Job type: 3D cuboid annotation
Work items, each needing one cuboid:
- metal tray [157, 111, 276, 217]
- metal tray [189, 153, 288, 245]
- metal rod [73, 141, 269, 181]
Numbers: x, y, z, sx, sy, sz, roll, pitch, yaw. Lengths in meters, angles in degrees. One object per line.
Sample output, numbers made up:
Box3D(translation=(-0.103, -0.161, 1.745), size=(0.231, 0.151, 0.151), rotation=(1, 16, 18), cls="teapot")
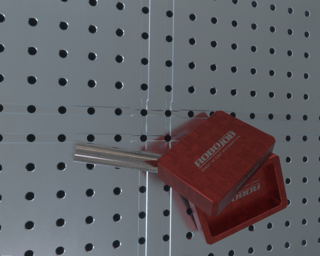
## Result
Box3D(translation=(0.072, 0.037, 0.390), size=(0.131, 0.090, 0.030), rotation=(-37, 143, -31), cls="metal tray")
Box3D(translation=(0.107, 0.093, 0.428), size=(0.131, 0.030, 0.090), rotation=(-22, 111, -10), cls="metal tray")
Box3D(translation=(0.036, 0.055, 0.426), size=(0.302, 0.025, 0.025), rotation=(11, 87, -20), cls="metal rod")
